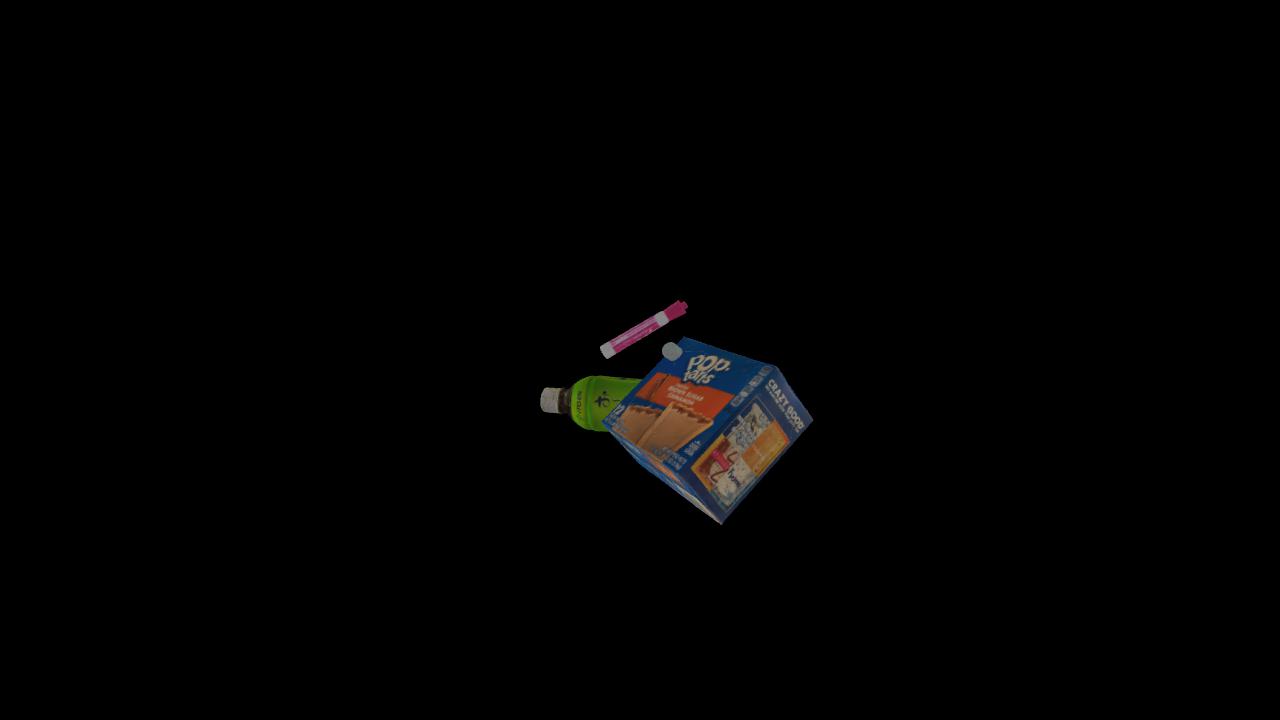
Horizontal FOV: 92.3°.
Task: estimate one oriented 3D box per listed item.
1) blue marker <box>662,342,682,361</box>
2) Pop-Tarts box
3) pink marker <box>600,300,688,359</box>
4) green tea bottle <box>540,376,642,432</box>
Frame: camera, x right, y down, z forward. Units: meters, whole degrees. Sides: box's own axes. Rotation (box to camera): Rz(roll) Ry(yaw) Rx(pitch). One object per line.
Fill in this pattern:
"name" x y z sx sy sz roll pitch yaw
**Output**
"blue marker" 0.060 0.006 0.724 0.020 0.020 0.121 0 -17 29
"Pop-Tarts box" 0.063 0.063 0.642 0.141 0.083 0.167 -45 29 -12
"pink marker" 0.006 -0.039 0.764 0.121 0.020 0.020 -30 -5 9
"green tea bottle" -0.016 0.056 0.739 0.212 0.073 0.073 1 0 12
